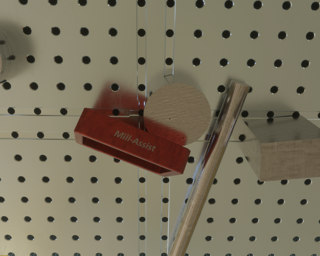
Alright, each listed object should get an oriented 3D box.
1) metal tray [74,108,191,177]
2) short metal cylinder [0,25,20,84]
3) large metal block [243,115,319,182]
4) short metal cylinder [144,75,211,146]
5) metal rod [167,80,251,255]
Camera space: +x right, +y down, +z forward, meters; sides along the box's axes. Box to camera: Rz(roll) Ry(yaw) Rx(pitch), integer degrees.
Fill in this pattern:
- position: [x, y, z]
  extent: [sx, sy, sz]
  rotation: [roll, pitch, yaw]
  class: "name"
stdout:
- position: [-0.038, 0.023, 0.385]
  extent: [0.131, 0.090, 0.030]
  rotation: [23, 75, -9]
  class: "metal tray"
- position: [-0.216, -0.086, 0.365]
  extent: [0.081, 0.050, 0.079]
  rotation: [0, 110, -1]
  class: "short metal cylinder"
- position: [0.156, 0.023, 0.395]
  extent: [0.080, 0.080, 0.050]
  rotation: [-5, 110, 1]
  class: "large metal block"
- position: [0.020, -0.023, 0.392]
  extent: [0.081, 0.050, 0.079]
  rotation: [0, 110, -1]
  class: "short metal cylinder"
- position: [0.062, 0.078, 0.442]
  extent: [0.025, 0.025, 0.298]
  rotation: [15, 109, -6]
  class: "metal rod"
